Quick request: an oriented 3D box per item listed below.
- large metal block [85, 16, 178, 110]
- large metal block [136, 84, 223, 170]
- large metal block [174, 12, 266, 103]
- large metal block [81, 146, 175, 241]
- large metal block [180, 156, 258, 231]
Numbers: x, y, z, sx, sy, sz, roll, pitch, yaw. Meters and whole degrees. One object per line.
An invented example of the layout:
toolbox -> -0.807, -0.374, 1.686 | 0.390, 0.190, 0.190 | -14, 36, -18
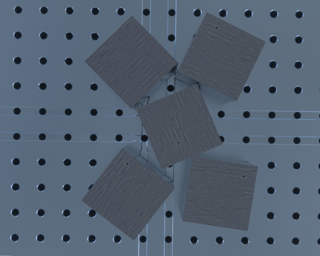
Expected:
large metal block -> -0.034, -0.080, 0.400 | 0.080, 0.050, 0.080 | -44, 90, 0
large metal block -> 0.024, -0.002, 0.400 | 0.080, 0.050, 0.080 | -23, 90, 0
large metal block -> 0.074, -0.087, 0.400 | 0.080, 0.050, 0.080 | 26, 90, -3
large metal block -> -0.039, 0.080, 0.399 | 0.080, 0.050, 0.080 | 38, 90, 0
large metal block -> 0.073, 0.080, 0.401 | 0.080, 0.050, 0.080 | 9, 90, -1
